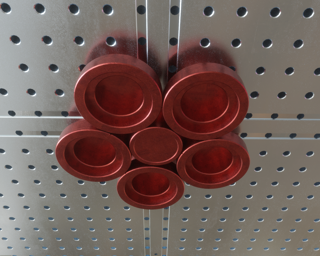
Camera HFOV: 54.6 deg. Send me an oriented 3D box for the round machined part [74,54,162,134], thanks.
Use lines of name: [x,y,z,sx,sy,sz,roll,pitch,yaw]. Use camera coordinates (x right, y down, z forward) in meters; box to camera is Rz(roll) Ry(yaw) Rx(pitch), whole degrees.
round machined part: [-0.047,-0.043,0.363,0.099,0.042,0.097,0,130,0]

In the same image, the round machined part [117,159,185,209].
round machined part: [-0.014,0.076,0.464,0.099,0.042,0.097,0,130,0]

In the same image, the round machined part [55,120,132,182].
round machined part: [-0.087,0.026,0.421,0.099,0.042,0.097,0,130,0]

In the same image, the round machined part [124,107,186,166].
round machined part: [-0.005,0.012,0.410,0.099,0.042,0.097,0,130,0]

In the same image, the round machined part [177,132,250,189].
round machined part: [0.072,0.038,0.433,0.099,0.042,0.097,0,130,0]

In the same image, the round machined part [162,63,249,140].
round machined part: [0.052,-0.035,0.370,0.099,0.042,0.097,0,130,0]
